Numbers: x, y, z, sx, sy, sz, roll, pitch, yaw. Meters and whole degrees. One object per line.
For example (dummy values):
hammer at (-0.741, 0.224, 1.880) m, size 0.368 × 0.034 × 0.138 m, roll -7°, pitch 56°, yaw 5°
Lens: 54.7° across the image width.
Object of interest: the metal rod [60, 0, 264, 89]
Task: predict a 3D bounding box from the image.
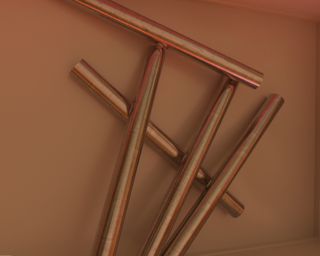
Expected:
metal rod at (-0.002, -0.119, 0.392) m, size 0.302 × 0.025 × 0.025 m, roll 22°, pitch 83°, yaw -13°

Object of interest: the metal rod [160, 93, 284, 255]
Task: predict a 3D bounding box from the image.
metal rod at (0.090, 0.062, 0.419) m, size 0.025 × 0.025 × 0.301 m, roll 46°, pitch 67°, yaw -14°

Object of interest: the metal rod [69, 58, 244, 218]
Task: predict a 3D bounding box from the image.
metal rod at (0.006, 0.023, 0.412) m, size 0.300 × 0.025 × 0.025 m, roll 42°, pitch 77°, yaw -15°

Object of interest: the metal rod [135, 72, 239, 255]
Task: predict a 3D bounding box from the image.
metal rod at (0.046, 0.035, 0.401) m, size 0.025 × 0.025 × 0.300 m, roll 35°, pitch 69°, yaw -17°

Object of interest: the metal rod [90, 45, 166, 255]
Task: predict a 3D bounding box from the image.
metal rod at (-0.036, 0.034, 0.352) m, size 0.025 × 0.025 × 0.299 m, roll 21°, pitch 67°, yaw -19°
